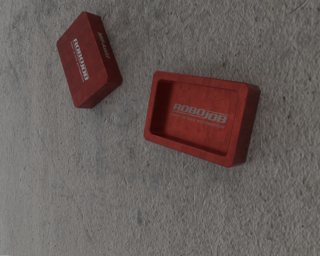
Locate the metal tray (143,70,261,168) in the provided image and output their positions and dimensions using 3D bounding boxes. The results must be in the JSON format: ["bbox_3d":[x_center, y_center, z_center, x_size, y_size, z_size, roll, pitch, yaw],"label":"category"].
[{"bbox_3d":[0.043,-0.015,0.365,0.130,0.030,0.089,16,100,38],"label":"metal tray"}]

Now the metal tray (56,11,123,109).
[{"bbox_3d":[-0.117,-0.107,0.498,0.090,0.030,0.130,-32,70,35],"label":"metal tray"}]
